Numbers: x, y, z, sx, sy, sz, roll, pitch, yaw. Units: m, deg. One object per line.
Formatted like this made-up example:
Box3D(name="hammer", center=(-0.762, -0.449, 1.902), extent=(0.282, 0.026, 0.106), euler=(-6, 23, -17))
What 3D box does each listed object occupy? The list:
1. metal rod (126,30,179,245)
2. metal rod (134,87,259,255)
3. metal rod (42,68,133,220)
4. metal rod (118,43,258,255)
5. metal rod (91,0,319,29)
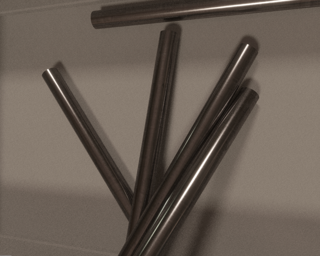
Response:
Box3D(name="metal rod", center=(-0.011, 0.024, 0.398), extent=(0.025, 0.025, 0.298), euler=(8, 87, 19))
Box3D(name="metal rod", center=(0.026, 0.077, 0.333), extent=(0.025, 0.025, 0.300), euler=(30, 73, 17))
Box3D(name="metal rod", center=(-0.085, 0.040, 0.439), extent=(0.025, 0.025, 0.299), euler=(-37, 79, 16))
Box3D(name="metal rod", center=(0.032, 0.034, 0.369), extent=(0.025, 0.025, 0.299), euler=(30, 88, 17))
Box3D(name="metal rod", center=(0.050, -0.151, 0.392), extent=(0.301, 0.025, 0.025), euler=(1, 90, 19))
